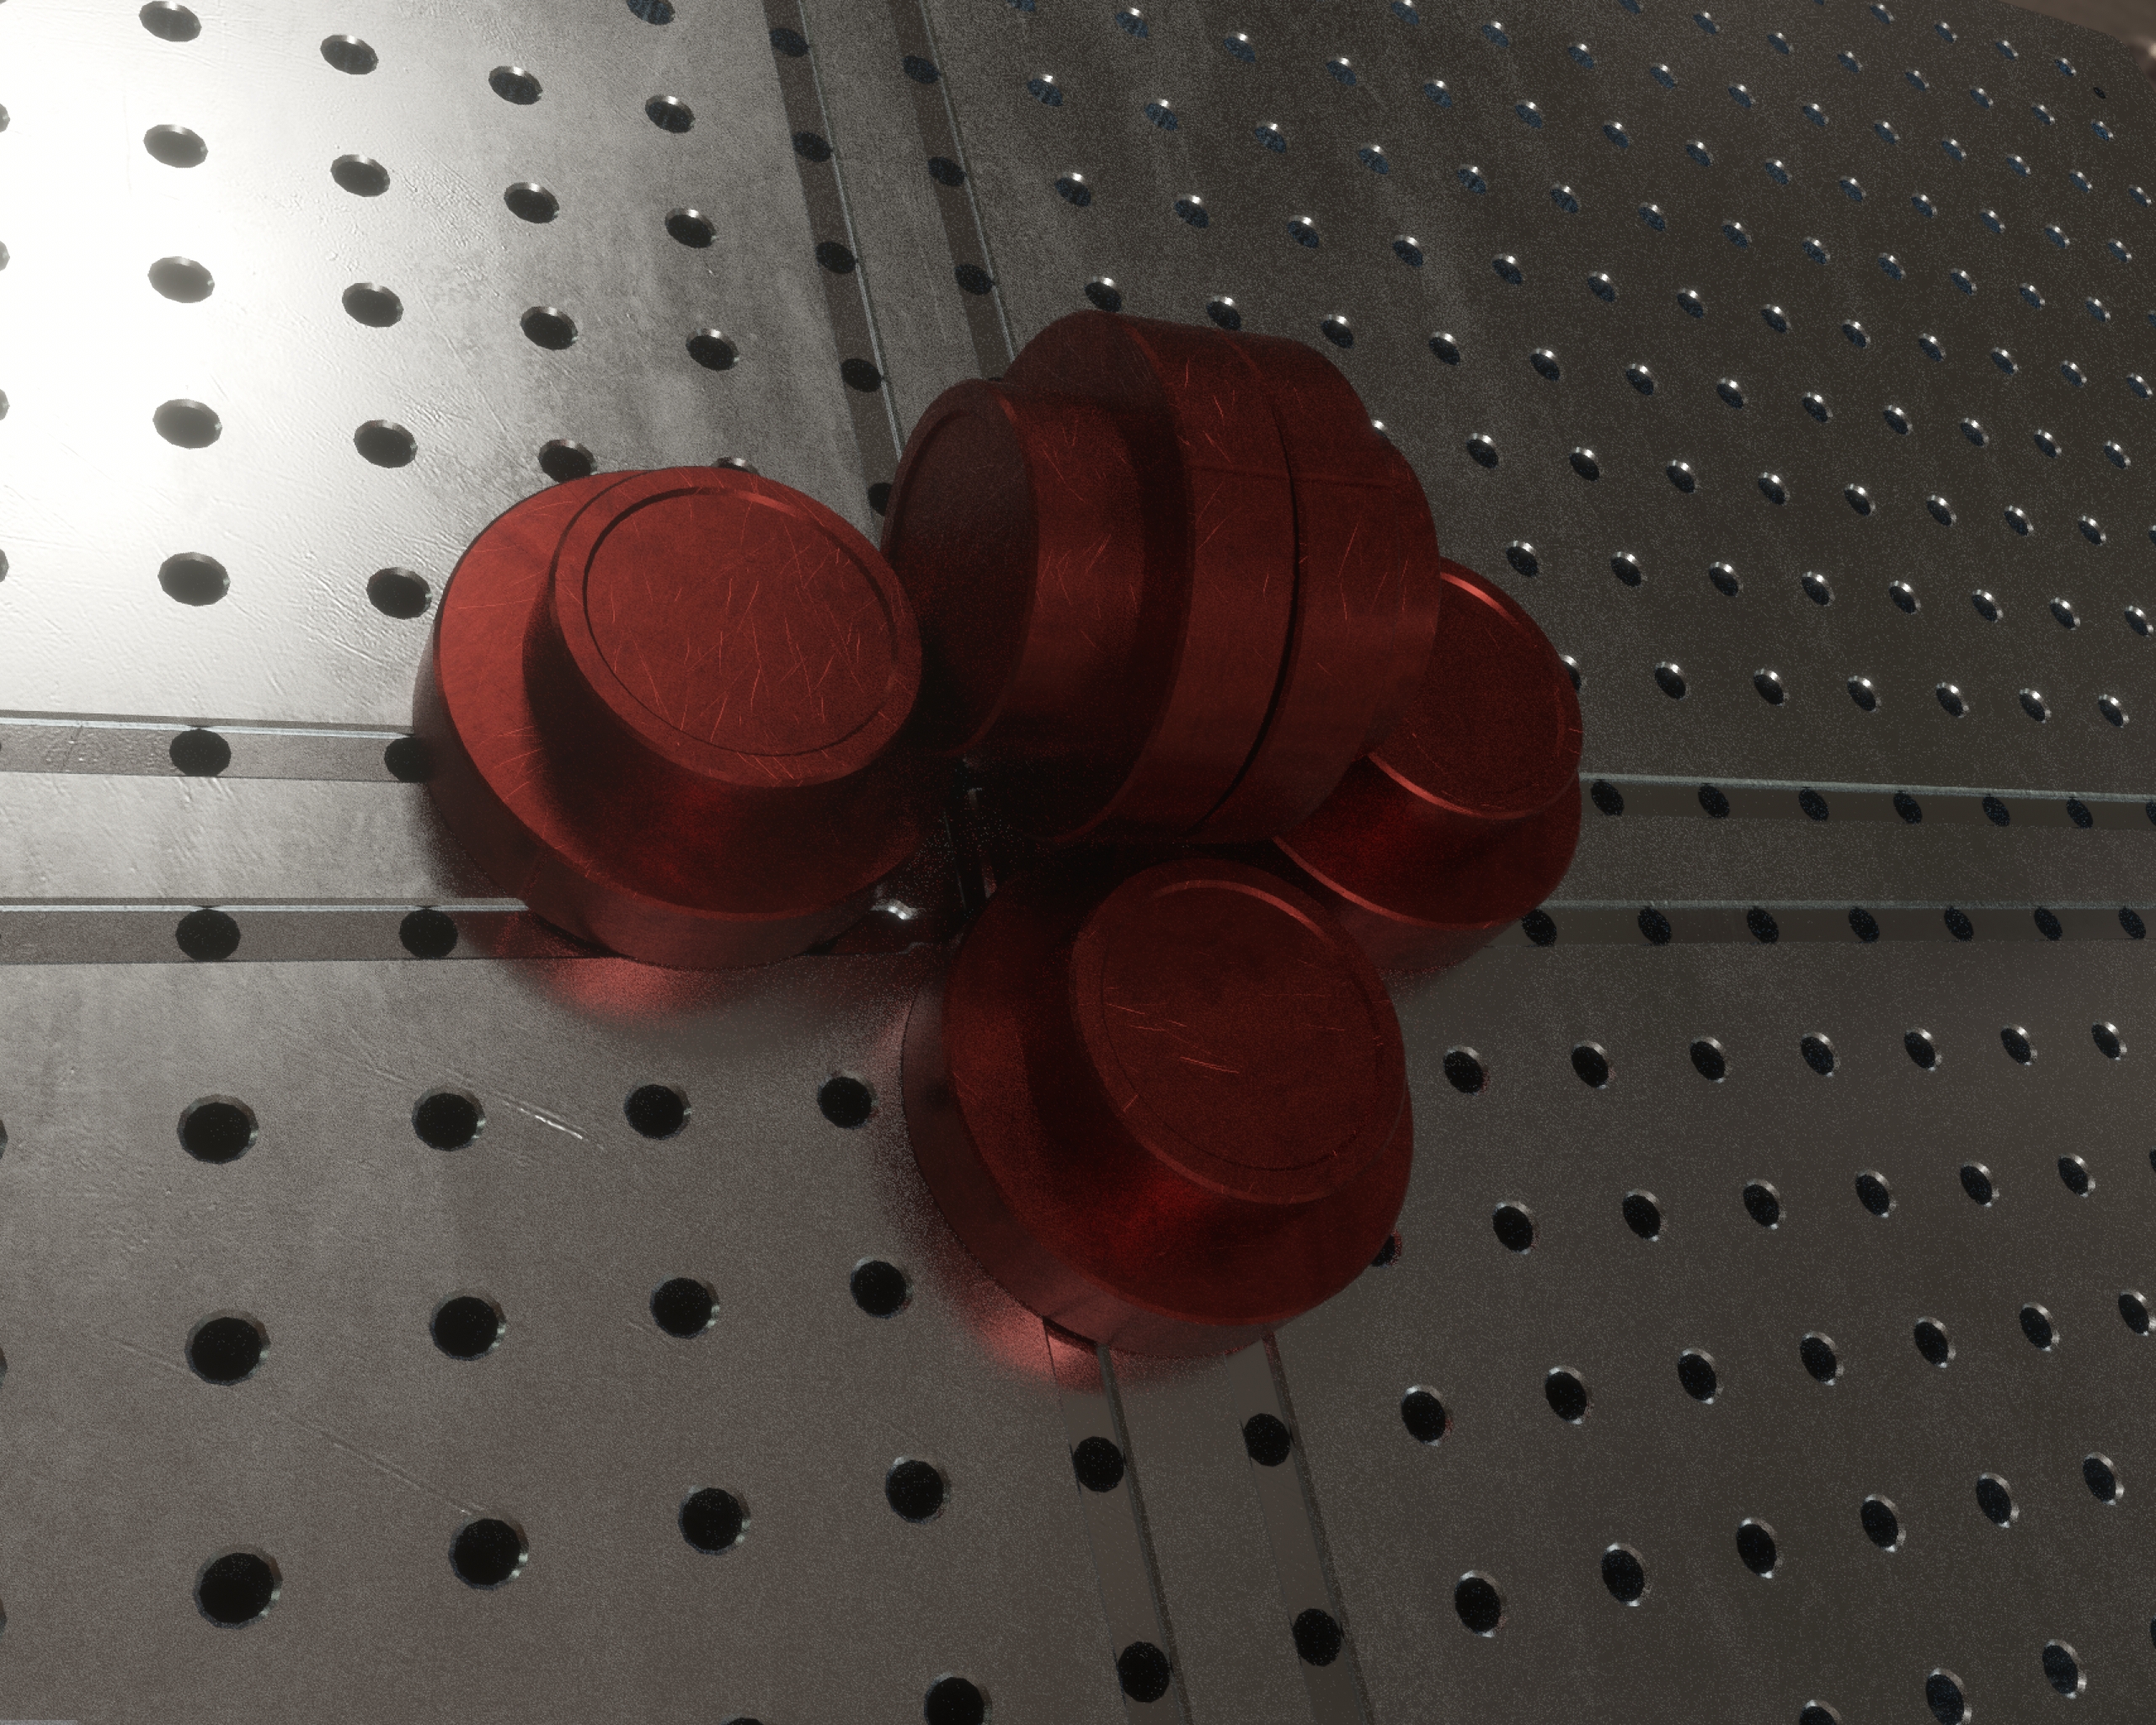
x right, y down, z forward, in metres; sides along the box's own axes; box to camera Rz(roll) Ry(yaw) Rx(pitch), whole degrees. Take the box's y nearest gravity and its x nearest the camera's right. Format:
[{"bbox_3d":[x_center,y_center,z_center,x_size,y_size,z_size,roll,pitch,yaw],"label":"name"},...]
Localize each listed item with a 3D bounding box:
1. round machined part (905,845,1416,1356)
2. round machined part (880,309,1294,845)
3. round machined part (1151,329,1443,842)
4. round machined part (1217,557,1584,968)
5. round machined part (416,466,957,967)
[{"bbox_3d":[0.021,0.038,0.387,0.099,0.042,0.098,14,56,-21],"label":"round machined part"},{"bbox_3d":[-0.005,-0.052,0.384,0.042,0.097,0.098,1,61,-28],"label":"round machined part"},{"bbox_3d":[0.033,-0.053,0.406,0.042,0.097,0.098,-1,62,-29],"label":"round machined part"},{"bbox_3d":[0.070,-0.029,0.454,0.099,0.042,0.098,14,56,-21],"label":"round machined part"},{"bbox_3d":[-0.067,-0.033,0.382,0.099,0.042,0.098,14,56,-21],"label":"round machined part"}]
